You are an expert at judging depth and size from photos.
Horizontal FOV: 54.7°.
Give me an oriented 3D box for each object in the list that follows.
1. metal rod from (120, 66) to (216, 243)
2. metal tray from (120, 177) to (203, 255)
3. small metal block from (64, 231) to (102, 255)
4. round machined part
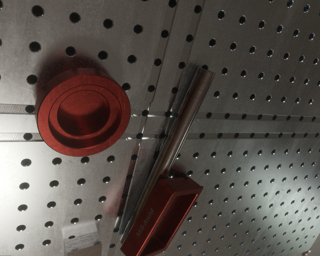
[{"bbox_3d":[0.004,0.054,0.449,0.025,0.025,0.298,10,113,-33],"label":"metal rod"},{"bbox_3d":[0.004,0.138,0.473,0.090,0.030,0.129,10,112,-56],"label":"metal tray"},{"bbox_3d":[-0.116,0.188,0.465,0.050,0.025,0.050,-6,121,-26],"label":"small metal block"},{"bbox_3d":[-0.086,-0.020,0.342,0.099,0.042,0.097,-14,125,-21],"label":"round machined part"}]
